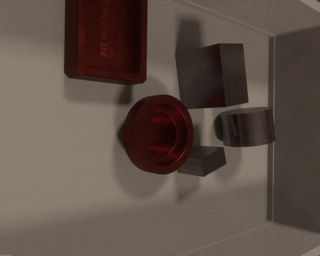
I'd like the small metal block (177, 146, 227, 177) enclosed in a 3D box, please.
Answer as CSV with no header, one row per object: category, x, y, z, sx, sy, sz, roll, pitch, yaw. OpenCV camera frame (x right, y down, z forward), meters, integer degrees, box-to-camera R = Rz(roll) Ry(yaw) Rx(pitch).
small metal block,0.058,0.046,0.441,0.050,0.050,0.025,-21,104,-38

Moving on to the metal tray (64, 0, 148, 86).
metal tray,-0.059,-0.118,0.354,0.091,0.030,0.129,1,89,-40

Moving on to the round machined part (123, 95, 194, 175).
round machined part,-0.006,0.008,0.392,0.099,0.042,0.097,0,90,-40

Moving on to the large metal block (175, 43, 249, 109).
large metal block,0.071,-0.070,0.433,0.050,0.080,0.079,-13,98,-40

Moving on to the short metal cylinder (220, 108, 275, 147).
short metal cylinder,0.138,-0.003,0.489,0.081,0.080,0.050,-14,99,-40
